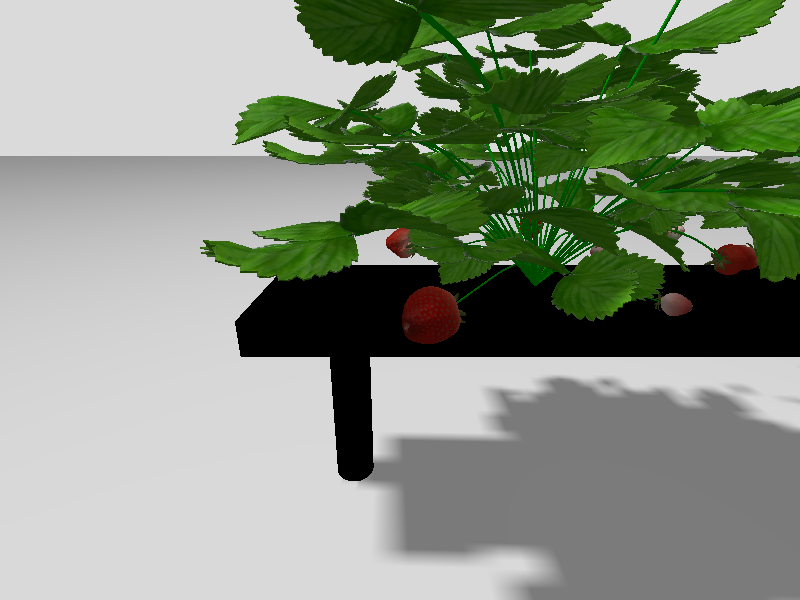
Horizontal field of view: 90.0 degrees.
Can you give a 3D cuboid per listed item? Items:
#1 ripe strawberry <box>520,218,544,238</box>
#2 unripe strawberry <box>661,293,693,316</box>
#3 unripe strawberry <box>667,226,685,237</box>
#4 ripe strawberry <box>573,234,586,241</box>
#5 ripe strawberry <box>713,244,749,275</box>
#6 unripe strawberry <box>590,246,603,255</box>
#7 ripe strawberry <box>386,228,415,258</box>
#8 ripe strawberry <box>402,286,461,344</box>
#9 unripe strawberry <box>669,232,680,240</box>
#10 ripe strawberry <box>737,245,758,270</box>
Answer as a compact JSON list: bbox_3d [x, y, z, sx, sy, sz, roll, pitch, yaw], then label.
[{"bbox_3d":[0.182,-0.104,0.553,0.031,0.036,0.034,6,22,14],"label":"ripe strawberry"},{"bbox_3d":[0.209,0.003,0.303,0.020,0.017,0.020,17,27,36],"label":"unripe strawberry"},{"bbox_3d":[0.367,-0.090,0.534,0.020,0.024,0.024,18,28,37],"label":"unripe strawberry"},{"bbox_3d":[0.248,-0.092,0.525,0.036,0.031,0.036,15,25,33],"label":"ripe strawberry"},{"bbox_3d":[0.333,-0.040,0.401,0.032,0.031,0.029,0,21,-11],"label":"ripe strawberry"},{"bbox_3d":[0.224,-0.053,0.453,0.015,0.015,0.016,-19,28,-39],"label":"unripe strawberry"},{"bbox_3d":[0.002,-0.065,0.455,0.035,0.034,0.038,15,26,35],"label":"ripe strawberry"},{"bbox_3d":[0.018,0.012,0.260,0.037,0.039,0.040,19,29,40],"label":"ripe strawberry"},{"bbox_3d":[0.333,-0.076,0.486,0.011,0.011,0.011,-13,25,-30],"label":"unripe strawberry"},{"bbox_3d":[0.344,-0.041,0.405,0.028,0.027,0.030,-31,13,20],"label":"ripe strawberry"}]
